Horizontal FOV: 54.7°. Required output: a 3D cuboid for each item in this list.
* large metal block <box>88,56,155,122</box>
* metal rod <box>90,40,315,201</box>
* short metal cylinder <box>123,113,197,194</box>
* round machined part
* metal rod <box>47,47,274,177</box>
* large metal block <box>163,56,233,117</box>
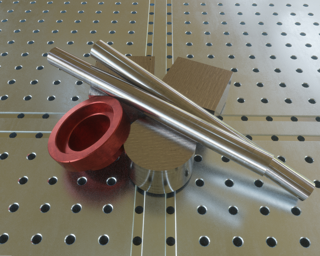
[{"bbox_3d":[-0.048,-0.055,0.428,0.081,0.050,0.080,1,50,0],"label":"large metal block"},{"bbox_3d":[0.042,-0.014,0.366,0.300,0.025,0.025,35,57,9],"label":"metal rod"},{"bbox_3d":[0.000,0.029,0.361,0.081,0.050,0.080,0,50,0],"label":"short metal cylinder"},{"bbox_3d":[-0.078,0.011,0.367,0.098,0.042,0.098,-16,44,17],"label":"round machined part"},{"bbox_3d":[-0.016,-0.029,0.360,0.300,0.025,0.025,28,56,20],"label":"metal rod"},{"bbox_3d":[0.046,-0.045,0.423,0.080,0.050,0.080,19,53,15],"label":"large metal block"}]
